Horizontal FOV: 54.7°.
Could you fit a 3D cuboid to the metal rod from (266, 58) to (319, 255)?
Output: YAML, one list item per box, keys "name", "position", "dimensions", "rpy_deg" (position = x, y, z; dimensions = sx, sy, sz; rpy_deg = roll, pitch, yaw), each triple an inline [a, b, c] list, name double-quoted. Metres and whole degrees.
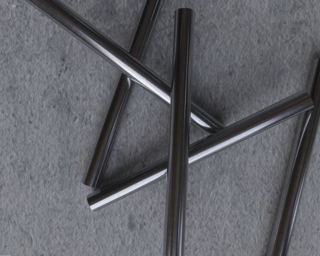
- name: "metal rod"
  position: [0.183, 0.056, 0.412]
  dimensions: [0.025, 0.025, 0.298]
  rpy_deg: [14, 90, -1]

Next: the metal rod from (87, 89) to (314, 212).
- name: "metal rod"
  position: [0.044, 0.032, 0.390]
  dimensions: [0.301, 0.025, 0.025]
  rpy_deg: [-27, 90, 7]

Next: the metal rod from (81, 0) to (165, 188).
- name: "metal rod"
  position: [-0.042, -0.067, 0.409]
  dimensions: [0.025, 0.025, 0.298]
  rpy_deg: [19, 90, -1]

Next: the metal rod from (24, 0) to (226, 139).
- name: "metal rod"
  position: [-0.035, -0.075, 0.383]
  dimensions: [0.301, 0.025, 0.025]
  rpy_deg: [36, 90, -11]

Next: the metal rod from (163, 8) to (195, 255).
- name: "metal rod"
  position: [0.023, 0.008, 0.369]
  dimensions: [0.025, 0.025, 0.298]
  rpy_deg: [3, 87, -1]
